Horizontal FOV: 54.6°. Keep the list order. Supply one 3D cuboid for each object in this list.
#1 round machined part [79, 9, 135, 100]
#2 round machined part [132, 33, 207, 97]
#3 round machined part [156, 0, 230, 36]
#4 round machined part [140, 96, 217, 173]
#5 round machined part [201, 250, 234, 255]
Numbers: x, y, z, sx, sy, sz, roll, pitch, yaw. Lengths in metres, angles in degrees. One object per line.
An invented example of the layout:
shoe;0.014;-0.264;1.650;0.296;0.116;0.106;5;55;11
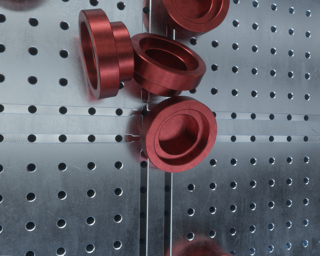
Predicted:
round machined part;-0.060;-0.084;0.352;0.042;0.098;0.097;-13;95;-19
round machined part;0.004;-0.075;0.386;0.099;0.098;0.042;11;128;-20
round machined part;0.041;-0.172;0.418;0.099;0.042;0.097;0;90;-20
round machined part;0.020;0.005;0.399;0.099;0.042;0.097;-10;116;-20
round machined part;0.075;0.219;0.431;0.099;0.042;0.097;0;90;-20
